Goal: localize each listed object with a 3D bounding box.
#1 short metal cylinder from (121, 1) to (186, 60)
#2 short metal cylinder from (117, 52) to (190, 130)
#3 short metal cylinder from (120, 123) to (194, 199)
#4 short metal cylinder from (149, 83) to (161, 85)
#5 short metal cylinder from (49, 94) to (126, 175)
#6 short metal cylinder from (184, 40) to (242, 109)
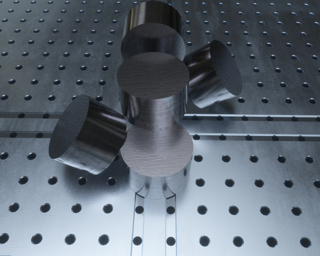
[{"bbox_3d":[-0.008,-0.114,0.401,0.081,0.080,0.050,0,50,0],"label":"short metal cylinder"},{"bbox_3d":[-0.008,-0.044,0.362,0.081,0.050,0.080,0,50,0],"label":"short metal cylinder"},{"bbox_3d":[-0.003,0.035,0.361,0.081,0.050,0.080,0,51,0],"label":"short metal cylinder"},{"bbox_3d":[-0.006,-0.069,0.449,0.081,0.050,0.080,0,51,0],"label":"short metal cylinder"},{"bbox_3d":[-0.084,0.008,0.357,0.050,0.080,0.080,31,40,-33],"label":"short metal cylinder"},{"bbox_3d":[0.070,-0.072,0.424,0.050,0.080,0.080,-22,39,36],"label":"short metal cylinder"}]
